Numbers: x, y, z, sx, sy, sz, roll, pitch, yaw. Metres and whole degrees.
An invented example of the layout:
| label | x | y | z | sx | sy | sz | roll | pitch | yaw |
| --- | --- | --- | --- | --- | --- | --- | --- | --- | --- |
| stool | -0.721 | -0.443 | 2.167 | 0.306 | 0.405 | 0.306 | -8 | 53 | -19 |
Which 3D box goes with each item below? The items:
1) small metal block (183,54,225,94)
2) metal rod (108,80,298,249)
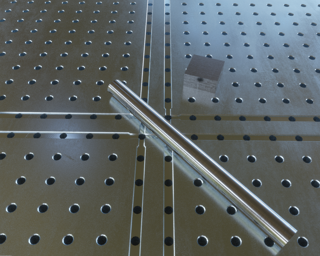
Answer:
| label | x | y | z | sx | sy | sz | roll | pitch | yaw |
| --- | --- | --- | --- | --- | --- | --- | --- | --- | --- |
| small metal block | 0.068 | -0.084 | 0.479 | 0.050 | 0.025 | 0.050 | 16 | 52 | 12 |
| metal rod | 0.032 | 0.026 | 0.385 | 0.025 | 0.025 | 0.300 | -34 | 58 | -25 |
